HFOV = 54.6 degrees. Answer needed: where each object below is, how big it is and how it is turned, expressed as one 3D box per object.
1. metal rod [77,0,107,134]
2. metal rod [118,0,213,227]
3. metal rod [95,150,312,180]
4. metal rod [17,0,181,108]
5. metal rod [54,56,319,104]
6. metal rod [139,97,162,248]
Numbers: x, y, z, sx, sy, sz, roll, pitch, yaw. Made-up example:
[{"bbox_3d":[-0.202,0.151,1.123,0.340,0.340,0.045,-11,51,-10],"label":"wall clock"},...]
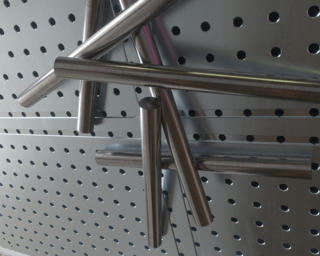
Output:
[{"bbox_3d":[-0.083,-0.116,0.383,0.025,0.025,0.298,25,127,13],"label":"metal rod"},{"bbox_3d":[0.011,-0.013,0.375,0.025,0.025,0.299,-10,107,32],"label":"metal rod"},{"bbox_3d":[0.038,0.046,0.419,0.300,0.025,0.025,0,118,28],"label":"metal rod"},{"bbox_3d":[-0.092,-0.086,0.373,0.299,0.025,0.025,-22,107,38],"label":"metal rod"},{"bbox_3d":[0.030,-0.052,0.328,0.301,0.025,0.025,7,122,11],"label":"metal rod"},{"bbox_3d":[-0.010,0.085,0.442,0.025,0.025,0.298,17,134,19],"label":"metal rod"}]
